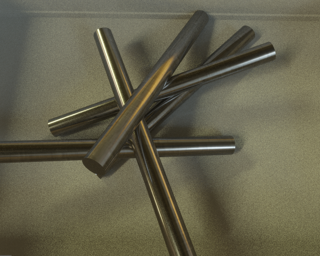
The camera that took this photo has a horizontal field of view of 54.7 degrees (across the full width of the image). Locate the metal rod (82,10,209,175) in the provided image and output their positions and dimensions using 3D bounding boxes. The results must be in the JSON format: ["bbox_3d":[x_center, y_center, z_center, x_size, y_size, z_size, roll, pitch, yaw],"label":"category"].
[{"bbox_3d":[0.000,-0.066,0.381,0.025,0.025,0.301,25,52,9],"label":"metal rod"}]

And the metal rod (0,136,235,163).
[{"bbox_3d":[-0.056,0.025,0.372,0.302,0.025,0.025,-1,70,-12],"label":"metal rod"}]

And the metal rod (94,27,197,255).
[{"bbox_3d":[-0.026,0.001,0.360,0.025,0.025,0.299,-19,67,-7],"label":"metal rod"}]

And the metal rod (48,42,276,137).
[{"bbox_3d":[0.001,-0.049,0.403,0.301,0.025,0.025,-19,71,2],"label":"metal rod"}]

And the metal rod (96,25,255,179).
[{"bbox_3d":[0.024,-0.044,0.425,0.301,0.025,0.025,-43,76,-14],"label":"metal rod"}]
